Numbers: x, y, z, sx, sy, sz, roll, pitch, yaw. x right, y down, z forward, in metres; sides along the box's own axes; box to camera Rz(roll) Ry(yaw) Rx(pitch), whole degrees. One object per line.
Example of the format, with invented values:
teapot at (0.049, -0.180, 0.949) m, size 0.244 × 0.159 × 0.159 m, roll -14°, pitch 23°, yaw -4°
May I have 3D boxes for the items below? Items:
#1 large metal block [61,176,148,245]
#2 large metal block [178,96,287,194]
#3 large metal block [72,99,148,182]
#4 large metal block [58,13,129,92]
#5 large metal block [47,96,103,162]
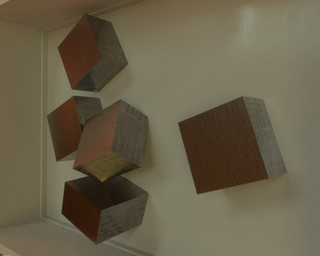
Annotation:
large metal block at (-0.078, 0.106, 0.433) m, size 0.080 × 0.081 × 0.050 m, roll 24°, pitch 111°, yaw 37°
large metal block at (0.075, 0.020, 0.329) m, size 0.080 × 0.050 × 0.080 m, roll -23°, pitch 76°, yaw 37°
large metal block at (-0.067, 0.019, 0.425) m, size 0.080 × 0.050 × 0.080 m, roll -25°, pitch 45°, yaw 37°
large metal block at (-0.105, -0.112, 0.477) m, size 0.080 × 0.050 × 0.080 m, roll -35°, pitch 69°, yaw 34°
large metal block at (-0.132, 0.003, 0.500) m, size 0.080 × 0.050 × 0.080 m, roll -27°, pitch 73°, yaw 37°
